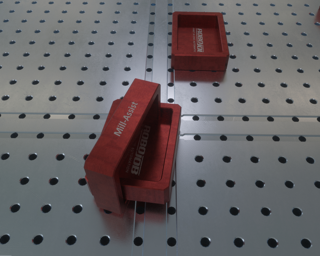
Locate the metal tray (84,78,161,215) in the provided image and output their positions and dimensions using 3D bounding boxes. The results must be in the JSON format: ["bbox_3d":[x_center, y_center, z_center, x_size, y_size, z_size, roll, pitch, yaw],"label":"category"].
[{"bbox_3d":[-0.034,0.019,0.349,0.030,0.090,0.130,15,52,12],"label":"metal tray"}]

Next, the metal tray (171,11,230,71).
[{"bbox_3d":[0.065,-0.152,0.532,0.090,0.030,0.130,2,50,1],"label":"metal tray"}]

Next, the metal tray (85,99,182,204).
[{"bbox_3d":[-0.026,0.022,0.373,0.090,0.030,0.130,6,48,7],"label":"metal tray"}]
